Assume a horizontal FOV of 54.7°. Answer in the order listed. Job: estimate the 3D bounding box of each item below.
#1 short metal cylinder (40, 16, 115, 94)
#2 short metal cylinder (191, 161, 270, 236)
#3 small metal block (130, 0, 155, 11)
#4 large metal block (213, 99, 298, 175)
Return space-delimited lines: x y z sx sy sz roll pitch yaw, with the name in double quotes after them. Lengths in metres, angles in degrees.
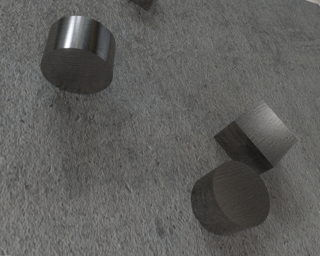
-0.095 -0.084 0.369 0.081 0.080 0.050 13 56 -21 "short metal cylinder"
0.086 0.087 0.381 0.081 0.050 0.080 14 56 -21 "short metal cylinder"
-0.030 -0.236 0.532 0.050 0.025 0.050 30 52 -9 "small metal block"
0.140 0.015 0.454 0.081 0.050 0.080 -32 80 -38 "large metal block"
